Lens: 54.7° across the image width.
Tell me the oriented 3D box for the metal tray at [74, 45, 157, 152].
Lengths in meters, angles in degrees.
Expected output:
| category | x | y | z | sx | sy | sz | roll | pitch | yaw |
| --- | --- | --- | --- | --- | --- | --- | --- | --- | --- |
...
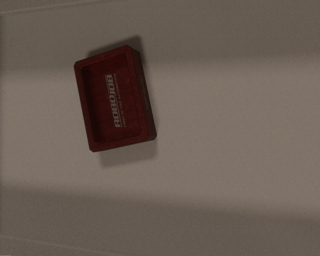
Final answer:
| category | x | y | z | sx | sy | sz | roll | pitch | yaw |
| --- | --- | --- | --- | --- | --- | --- | --- | --- | --- |
| metal tray | -0.063 | -0.038 | 0.428 | 0.090 | 0.030 | 0.129 | -13 | 86 | 19 |
